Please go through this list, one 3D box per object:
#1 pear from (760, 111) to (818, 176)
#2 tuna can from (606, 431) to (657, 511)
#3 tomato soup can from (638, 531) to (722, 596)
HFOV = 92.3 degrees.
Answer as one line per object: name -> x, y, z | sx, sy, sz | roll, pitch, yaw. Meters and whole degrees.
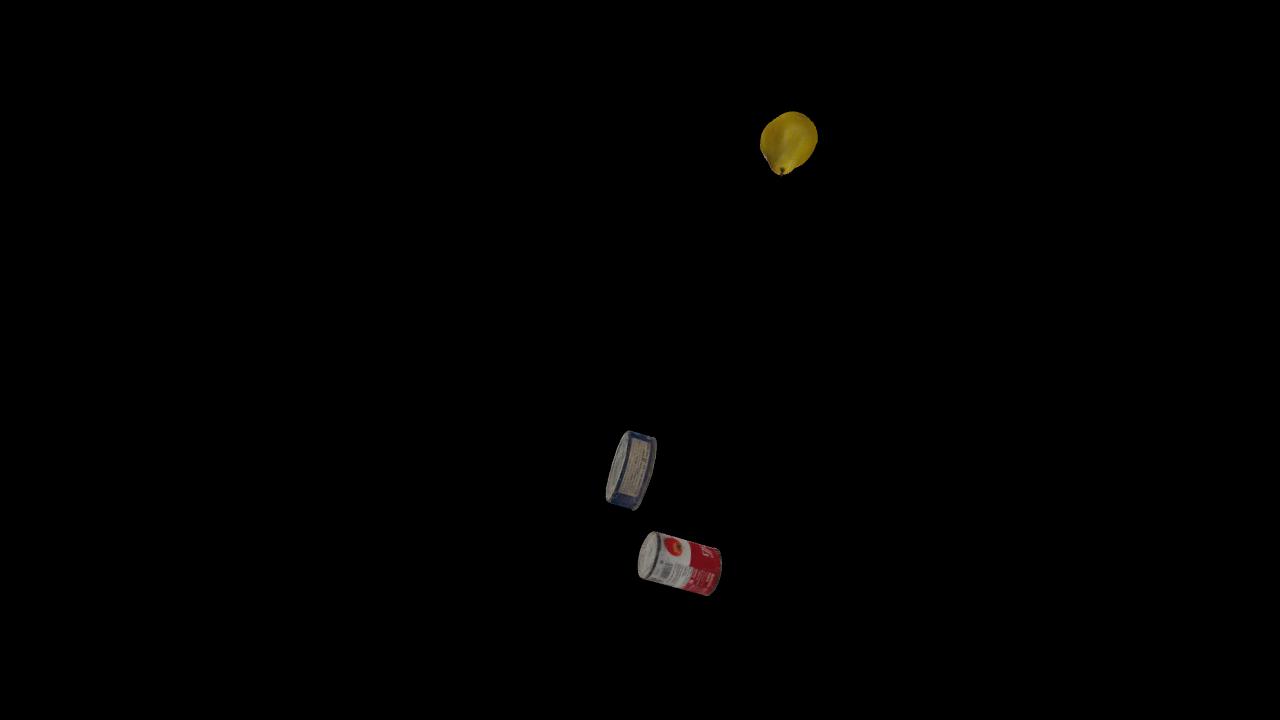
pear -> 0.201, -0.285, 0.853 | 0.080, 0.111, 0.080 | 18, -22, 7
tuna can -> -0.011, 0.122, 0.684 | 0.034, 0.084, 0.084 | 18, -2, -7
tomato soup can -> 0.055, 0.286, 0.863 | 0.101, 0.068, 0.068 | 19, -5, -15
